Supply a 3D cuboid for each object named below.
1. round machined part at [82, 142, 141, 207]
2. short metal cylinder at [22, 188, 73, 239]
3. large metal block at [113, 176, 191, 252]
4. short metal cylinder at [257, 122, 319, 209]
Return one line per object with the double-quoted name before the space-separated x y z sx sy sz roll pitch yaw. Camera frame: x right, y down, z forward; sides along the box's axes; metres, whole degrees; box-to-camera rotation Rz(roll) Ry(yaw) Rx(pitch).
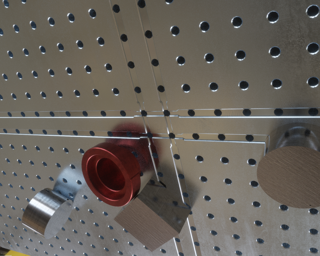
"round machined part" -0.068 0.066 0.470 0.098 0.042 0.097 15 119 29
"short metal cylinder" -0.211 0.161 0.587 0.050 0.080 0.079 25 127 13
"large metal block" -0.013 0.136 0.486 0.080 0.050 0.080 41 129 0
"short metal cylinder" 0.152 0.041 0.340 0.080 0.050 0.079 13 124 21
